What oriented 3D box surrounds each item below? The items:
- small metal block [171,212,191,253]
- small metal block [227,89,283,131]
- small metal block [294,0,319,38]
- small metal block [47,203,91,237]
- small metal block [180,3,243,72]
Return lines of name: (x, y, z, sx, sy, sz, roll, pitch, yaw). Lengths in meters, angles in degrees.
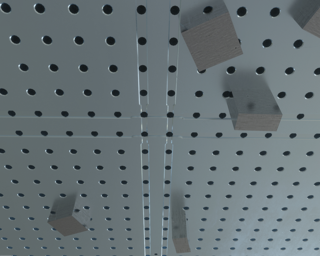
small metal block: (0.038, 0.187, 0.555, 0.025, 0.050, 0.050, -8, 130, 7)
small metal block: (0.113, -0.022, 0.377, 0.050, 0.050, 0.025, 2, 130, -2)
small metal block: (0.177, -0.116, 0.314, 0.050, 0.025, 0.050, 20, 127, -16)
small metal block: (-0.160, 0.163, 0.549, 0.050, 0.025, 0.050, -19, 128, 15)
small metal block: (0.055, -0.095, 0.331, 0.050, 0.025, 0.050, -20, 127, 16)
